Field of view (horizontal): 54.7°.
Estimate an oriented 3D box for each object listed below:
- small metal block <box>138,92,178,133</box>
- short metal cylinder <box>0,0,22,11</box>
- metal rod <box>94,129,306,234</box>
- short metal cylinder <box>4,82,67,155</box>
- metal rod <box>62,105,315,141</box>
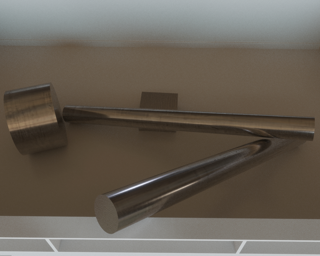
[{"bbox_3d":[-0.002,-0.022,0.424,0.050,0.025,0.050,3,50,2],"label":"small metal block"},{"bbox_3d":[-0.327,-0.278,0.621,0.081,0.050,0.080,0,50,0],"label":"short metal cylinder"},{"bbox_3d":[0.073,0.032,0.296,0.302,0.025,0.025,-12,46,-44],"label":"metal rod"},{"bbox_3d":[-0.149,-0.011,0.377,0.050,0.080,0.080,-14,52,-11],"label":"short metal cylinder"},{"bbox_3d":[0.016,-0.009,0.368,0.301,0.025,0.025,4,49,21],"label":"metal rod"}]
